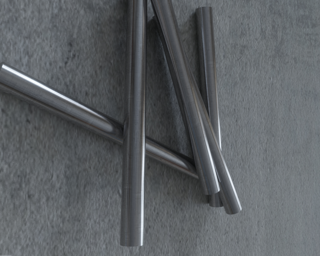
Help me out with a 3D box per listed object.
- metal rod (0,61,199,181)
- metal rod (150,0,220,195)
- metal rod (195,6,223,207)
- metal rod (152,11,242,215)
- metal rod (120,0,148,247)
[{"bbox_3d":[-0.042,0.009,0.370,0.301,0.025,0.025,29,72,-37],"label":"metal rod"},{"bbox_3d":[0.031,-0.053,0.401,0.025,0.025,0.298,-25,105,-37],"label":"metal rod"},{"bbox_3d":[0.077,-0.029,0.471,0.025,0.025,0.298,-8,95,-40],"label":"metal rod"},{"bbox_3d":[0.056,-0.014,0.435,0.025,0.025,0.298,-30,103,-36],"label":"metal rod"},{"bbox_3d":[-0.028,-0.024,0.354,0.025,0.025,0.299,10,75,-40],"label":"metal rod"}]
